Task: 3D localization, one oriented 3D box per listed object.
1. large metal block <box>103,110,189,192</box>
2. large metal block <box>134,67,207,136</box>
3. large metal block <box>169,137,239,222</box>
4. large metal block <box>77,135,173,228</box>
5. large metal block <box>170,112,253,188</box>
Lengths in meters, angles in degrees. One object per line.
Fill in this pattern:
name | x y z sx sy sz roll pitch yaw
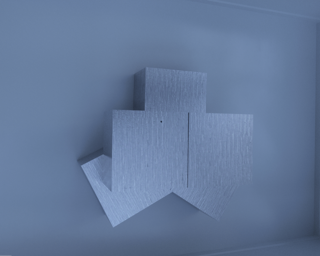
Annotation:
large metal block | -0.017 0.022 0.336 0.081 0.050 0.080 1 90 -20
large metal block | 0.012 -0.031 0.400 0.081 0.050 0.080 2 90 -20
large metal block | 0.057 0.064 0.415 0.080 0.050 0.080 36 79 -16
large metal block | -0.044 0.059 0.379 0.081 0.050 0.080 -28 99 -18
large metal block | 0.059 0.024 0.363 0.081 0.050 0.080 1 90 -20
